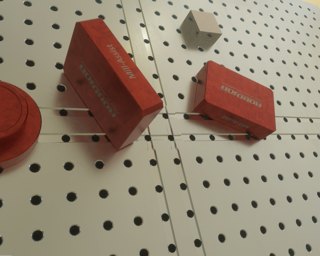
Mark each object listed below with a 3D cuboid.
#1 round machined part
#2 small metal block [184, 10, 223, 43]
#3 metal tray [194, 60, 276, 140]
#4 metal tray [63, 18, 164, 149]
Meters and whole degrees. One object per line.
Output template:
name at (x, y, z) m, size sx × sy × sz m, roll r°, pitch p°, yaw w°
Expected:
round machined part at (-0.171, -0.010, 0.311) m, size 0.099 × 0.042 × 0.098 m, roll 14°, pitch 56°, yaw -21°
small metal block at (0.078, -0.184, 0.562) m, size 0.050 × 0.025 × 0.050 m, roll -4°, pitch 64°, yaw -30°
metal tray at (0.123, -0.045, 0.498) m, size 0.131 × 0.030 × 0.090 m, roll 22°, pitch 54°, yaw -15°
metal tray at (-0.060, -0.050, 0.364) m, size 0.030 × 0.090 × 0.130 m, roll -28°, pitch 77°, yaw -37°
